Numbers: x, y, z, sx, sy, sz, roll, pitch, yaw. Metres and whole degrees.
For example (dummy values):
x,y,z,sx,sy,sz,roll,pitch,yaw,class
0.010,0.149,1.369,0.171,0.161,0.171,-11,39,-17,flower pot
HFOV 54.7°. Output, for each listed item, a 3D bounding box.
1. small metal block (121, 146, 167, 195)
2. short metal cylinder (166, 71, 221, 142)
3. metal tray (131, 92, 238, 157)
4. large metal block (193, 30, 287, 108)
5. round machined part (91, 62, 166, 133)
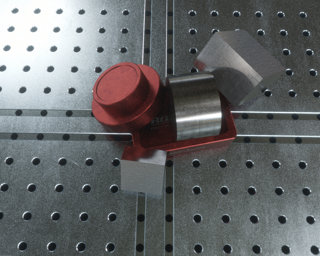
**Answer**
x,y,z,sx,sy,sz,roll,pitch,yaw,class
-0.020,0.051,0.373,0.050,0.050,0.025,7,36,3,small metal block
0.038,-0.026,0.375,0.050,0.080,0.080,-8,70,-4,short metal cylinder
0.026,-0.013,0.411,0.131,0.030,0.090,-10,70,-4,metal tray
0.105,-0.081,0.404,0.081,0.050,0.080,-23,68,-47,large metal block
-0.046,-0.045,0.395,0.098,0.042,0.098,-13,53,19,round machined part
